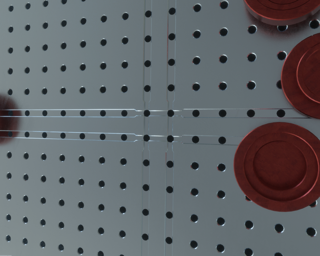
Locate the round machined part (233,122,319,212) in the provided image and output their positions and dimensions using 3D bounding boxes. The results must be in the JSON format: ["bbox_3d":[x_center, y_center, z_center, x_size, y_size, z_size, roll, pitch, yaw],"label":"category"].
[{"bbox_3d":[0.137,0.042,0.355,0.098,0.042,0.097,0,90,20],"label":"round machined part"}]

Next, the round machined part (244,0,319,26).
[{"bbox_3d":[0.143,-0.165,0.353,0.098,0.042,0.097,0,90,20],"label":"round machined part"}]

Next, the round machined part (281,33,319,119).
[{"bbox_3d":[0.185,-0.058,0.338,0.098,0.042,0.097,0,90,20],"label":"round machined part"}]
